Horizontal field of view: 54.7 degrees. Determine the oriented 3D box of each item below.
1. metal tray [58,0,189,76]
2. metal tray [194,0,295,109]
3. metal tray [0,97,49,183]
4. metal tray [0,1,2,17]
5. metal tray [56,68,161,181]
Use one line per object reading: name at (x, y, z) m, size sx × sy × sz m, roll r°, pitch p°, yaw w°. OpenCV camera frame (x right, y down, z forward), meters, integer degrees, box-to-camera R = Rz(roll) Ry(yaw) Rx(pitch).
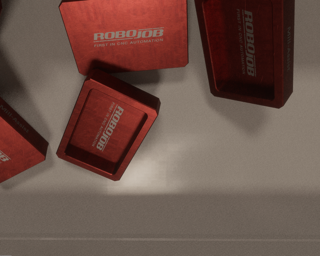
metal tray at (-0.035, -0.110, 0.350) m, size 0.131 × 0.030 × 0.089 m, roll -5°, pitch 134°, yaw 1°
metal tray at (0.092, -0.087, 0.330) m, size 0.090 × 0.030 × 0.129 m, roll 16°, pitch 139°, yaw 36°
metal tray at (-0.219, 0.009, 0.387) m, size 0.090 × 0.030 × 0.130 m, roll -27°, pitch 127°, yaw 9°
metal tray at (-0.213, -0.104, 0.301) m, size 0.091 × 0.130 × 0.030 m, roll -6°, pitch 82°, yaw -35°
metal tray at (-0.067, 0.001, 0.390) m, size 0.090 × 0.030 × 0.129 m, roll 25°, pitch 123°, yaw -10°
